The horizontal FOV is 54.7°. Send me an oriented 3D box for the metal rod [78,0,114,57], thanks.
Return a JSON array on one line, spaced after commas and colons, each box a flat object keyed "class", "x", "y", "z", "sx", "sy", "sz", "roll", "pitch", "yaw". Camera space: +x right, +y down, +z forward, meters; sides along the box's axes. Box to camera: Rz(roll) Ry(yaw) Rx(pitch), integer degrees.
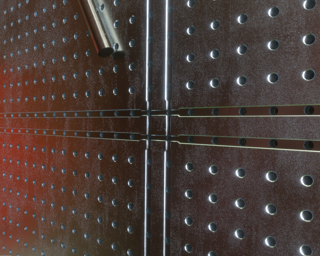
[{"class": "metal rod", "x": -0.138, "y": -0.249, "z": 0.523, "sx": 0.025, "sy": 0.025, "sz": 0.299, "roll": -35, "pitch": 69, "yaw": 34}]
